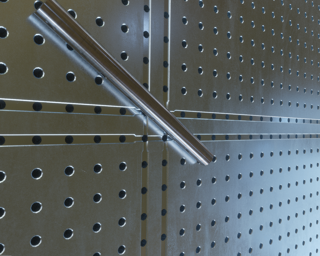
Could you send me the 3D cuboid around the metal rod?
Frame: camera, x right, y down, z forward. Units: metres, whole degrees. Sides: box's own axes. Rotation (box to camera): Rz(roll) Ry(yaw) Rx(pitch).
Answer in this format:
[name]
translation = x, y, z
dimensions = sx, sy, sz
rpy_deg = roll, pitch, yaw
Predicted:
[metal rod]
translation = -0.024, -0.039, 0.390
dimensions = 0.300, 0.025, 0.025
rpy_deg = 42, 64, -32
